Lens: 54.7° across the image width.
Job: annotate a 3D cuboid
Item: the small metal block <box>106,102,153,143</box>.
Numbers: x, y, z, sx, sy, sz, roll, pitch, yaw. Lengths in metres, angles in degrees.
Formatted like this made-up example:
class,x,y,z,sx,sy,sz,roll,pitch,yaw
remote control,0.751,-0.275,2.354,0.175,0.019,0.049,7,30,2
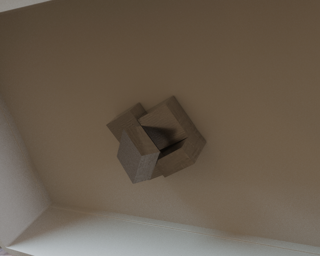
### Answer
class,x,y,z,sx,sy,sz,roll,pitch,yaw
small metal block,-0.037,0.001,0.425,0.050,0.025,0.050,-28,104,37

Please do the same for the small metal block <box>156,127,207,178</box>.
class,x,y,z,sx,sy,sz,roll,pitch,yaw
small metal block,0.026,0.031,0.395,0.050,0.050,0.025,-32,101,37

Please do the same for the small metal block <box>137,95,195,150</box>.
class,x,y,z,sx,sy,sz,roll,pitch,yaw
small metal block,0.008,-0.006,0.398,0.050,0.025,0.050,-28,104,37

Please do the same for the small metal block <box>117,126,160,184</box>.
class,x,y,z,sx,sy,sz,roll,pitch,yaw
small metal block,-0.029,0.033,0.393,0.050,0.025,0.050,52,138,37

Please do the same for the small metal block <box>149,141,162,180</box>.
class,x,y,z,sx,sy,sz,roll,pitch,yaw
small metal block,-0.008,0.040,0.434,0.050,0.025,0.050,-28,104,37
